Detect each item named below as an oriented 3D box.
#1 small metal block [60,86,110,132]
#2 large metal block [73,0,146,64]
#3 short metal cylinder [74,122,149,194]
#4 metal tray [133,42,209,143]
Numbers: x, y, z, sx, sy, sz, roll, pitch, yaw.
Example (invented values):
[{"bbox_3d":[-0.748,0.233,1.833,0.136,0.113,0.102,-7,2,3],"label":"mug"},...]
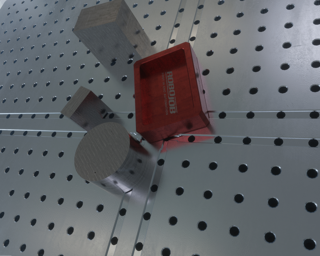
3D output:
[{"bbox_3d":[-0.112,-0.027,0.467,0.025,0.050,0.050,26,76,37],"label":"small metal block"},{"bbox_3d":[-0.080,-0.157,0.511,0.080,0.080,0.050,-4,60,26],"label":"large metal block"},{"bbox_3d":[-0.062,0.039,0.401,0.080,0.050,0.080,-13,56,21],"label":"short metal cylinder"},{"bbox_3d":[0.011,-0.052,0.430,0.090,0.030,0.130,-17,55,18],"label":"metal tray"}]
